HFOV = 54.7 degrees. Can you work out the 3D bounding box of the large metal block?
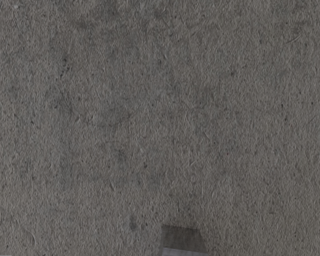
[{"bbox_3d":[0.023,0.175,0.383,0.050,0.080,0.080,9,90,0],"label":"large metal block"}]
